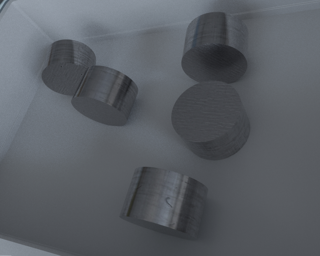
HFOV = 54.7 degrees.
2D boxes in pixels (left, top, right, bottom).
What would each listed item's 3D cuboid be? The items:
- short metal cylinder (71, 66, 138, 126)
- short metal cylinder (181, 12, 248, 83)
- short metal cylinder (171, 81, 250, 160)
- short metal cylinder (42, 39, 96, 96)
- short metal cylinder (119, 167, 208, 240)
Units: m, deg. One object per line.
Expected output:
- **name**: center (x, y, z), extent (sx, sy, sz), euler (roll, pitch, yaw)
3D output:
- **short metal cylinder**: center (-0.077, -0.043, 0.438), extent (0.080, 0.080, 0.050), euler (5, 64, 30)
- **short metal cylinder**: center (0.070, -0.099, 0.394), extent (0.080, 0.080, 0.050), euler (-4, 60, 26)
- **short metal cylinder**: center (0.060, -0.008, 0.363), extent (0.080, 0.050, 0.080), euler (-13, 56, 21)
- **short metal cylinder**: center (-0.147, -0.097, 0.508), extent (0.080, 0.080, 0.050), euler (-16, 56, 19)
- **short metal cylinder**: center (0.005, 0.079, 0.320), extent (0.080, 0.080, 0.050), euler (4, 64, 30)
